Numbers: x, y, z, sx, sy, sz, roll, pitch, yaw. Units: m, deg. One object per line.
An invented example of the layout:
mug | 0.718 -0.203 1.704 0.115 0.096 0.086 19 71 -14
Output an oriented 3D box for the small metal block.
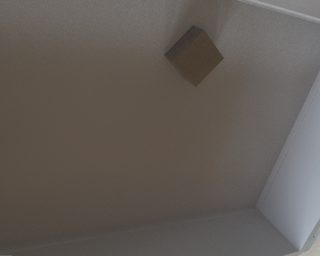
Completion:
small metal block | 0.042 -0.087 0.380 0.050 0.025 0.050 -46 130 4
